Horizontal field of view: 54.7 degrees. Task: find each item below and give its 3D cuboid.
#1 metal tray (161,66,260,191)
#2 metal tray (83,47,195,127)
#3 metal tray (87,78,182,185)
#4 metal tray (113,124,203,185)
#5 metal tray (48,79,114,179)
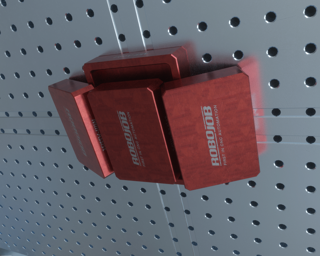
[{"bbox_3d":[0.059,0.004,0.354,0.090,0.030,0.129,-13,115,3],"label":"metal tray"},{"bbox_3d":[-0.025,-0.048,0.390,0.130,0.030,0.089,0,119,27],"label":"metal tray"},{"bbox_3d":[-0.028,0.007,0.386,0.090,0.030,0.129,0,118,28],"label":"metal tray"},{"bbox_3d":[-0.004,0.031,0.429,0.130,0.030,0.089,0,119,27],"label":"metal tray"},{"bbox_3d":[-0.106,0.000,0.438,0.090,0.030,0.129,19,131,49],"label":"metal tray"}]
